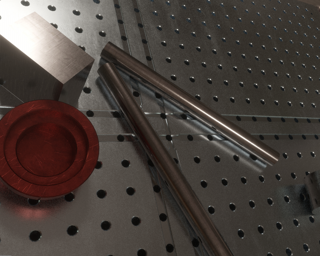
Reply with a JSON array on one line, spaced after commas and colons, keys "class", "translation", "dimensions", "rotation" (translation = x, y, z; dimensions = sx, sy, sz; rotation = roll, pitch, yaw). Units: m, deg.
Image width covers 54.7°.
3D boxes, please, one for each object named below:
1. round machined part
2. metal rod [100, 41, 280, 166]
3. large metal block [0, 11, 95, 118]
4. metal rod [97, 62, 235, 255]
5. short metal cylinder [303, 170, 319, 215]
[{"class": "round machined part", "translation": [-0.115, 0.024, 0.314], "dimensions": [0.099, 0.042, 0.098], "rotation": [9, 68, -23]}, {"class": "metal rod", "translation": [0.049, -0.032, 0.455], "dimensions": [0.301, 0.025, 0.025], "rotation": [32, 51, -8]}, {"class": "large metal block", "translation": [-0.129, -0.064, 0.343], "dimensions": [0.080, 0.080, 0.050], "rotation": [39, 51, -3]}, {"class": "metal rod", "translation": [0.005, 0.043, 0.386], "dimensions": [0.025, 0.025, 0.299], "rotation": [-23, 74, -37]}, {"class": "short metal cylinder", "translation": [0.262, 0.095, 0.459], "dimensions": [0.081, 0.080, 0.050], "rotation": [12, 57, -22]}]
